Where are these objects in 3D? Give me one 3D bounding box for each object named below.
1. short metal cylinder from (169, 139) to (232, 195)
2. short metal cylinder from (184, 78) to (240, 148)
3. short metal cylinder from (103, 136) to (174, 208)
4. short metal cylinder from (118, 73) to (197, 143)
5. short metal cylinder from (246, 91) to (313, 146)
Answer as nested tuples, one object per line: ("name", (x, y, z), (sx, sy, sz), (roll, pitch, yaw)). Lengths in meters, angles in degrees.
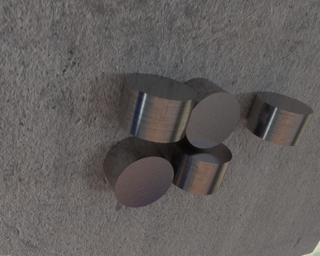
("short metal cylinder", (0.053, 0.048, 0.429), (0.081, 0.080, 0.050), (1, 118, -29))
("short metal cylinder", (0.057, -0.020, 0.409), (0.081, 0.050, 0.079), (-14, 124, -21))
("short metal cylinder", (-0.029, 0.058, 0.410), (0.081, 0.050, 0.079), (-14, 124, -21))
("short metal cylinder", (-0.004, -0.025, 0.354), (0.081, 0.080, 0.050), (0, 118, -29))
("short metal cylinder", (0.175, -0.015, 0.457), (0.081, 0.080, 0.050), (-1, 119, -28))
